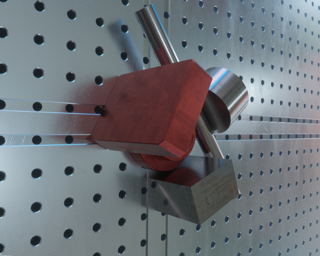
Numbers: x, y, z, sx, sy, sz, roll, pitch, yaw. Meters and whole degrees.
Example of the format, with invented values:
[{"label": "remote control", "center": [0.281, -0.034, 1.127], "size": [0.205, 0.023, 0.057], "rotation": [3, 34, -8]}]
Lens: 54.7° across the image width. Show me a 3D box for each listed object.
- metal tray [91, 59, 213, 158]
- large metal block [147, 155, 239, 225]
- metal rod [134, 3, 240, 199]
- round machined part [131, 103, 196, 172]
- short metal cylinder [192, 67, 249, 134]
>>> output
[{"label": "metal tray", "center": [-0.014, -0.019, 0.331], "size": [0.030, 0.130, 0.090], "rotation": [34, 69, -35]}, {"label": "large metal block", "center": [0.044, 0.077, 0.413], "size": [0.081, 0.080, 0.050], "rotation": [-25, 106, -38]}, {"label": "metal rod", "center": [0.046, -0.020, 0.422], "size": [0.025, 0.025, 0.299], "rotation": [-43, 116, -32]}, {"label": "round machined part", "center": [0.009, 0.009, 0.407], "size": [0.099, 0.042, 0.097], "rotation": [0, 90, -40]}, {"label": "short metal cylinder", "center": [0.077, -0.039, 0.439], "size": [0.050, 0.080, 0.080], "rotation": [-45, 117, -31]}]
